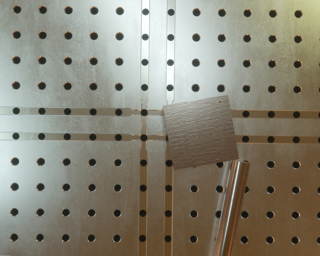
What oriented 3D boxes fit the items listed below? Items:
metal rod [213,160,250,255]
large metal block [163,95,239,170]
[{"bbox_3d":[0.079,0.191,0.414,0.025,0.025,0.298,11,90,0],"label":"metal rod"},{"bbox_3d":[0.050,0.005,0.401,0.080,0.050,0.080,-10,90,0],"label":"large metal block"}]
